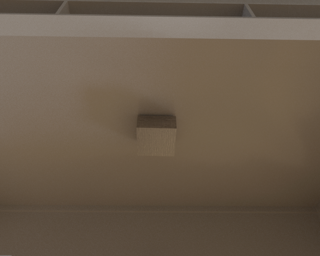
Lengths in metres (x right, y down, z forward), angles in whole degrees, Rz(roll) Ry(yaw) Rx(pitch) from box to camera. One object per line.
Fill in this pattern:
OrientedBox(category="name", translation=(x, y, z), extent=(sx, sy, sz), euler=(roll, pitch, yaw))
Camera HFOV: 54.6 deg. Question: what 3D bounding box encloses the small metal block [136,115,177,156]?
OrientedBox(category="small metal block", translation=(-0.005, 0.011, 0.413), extent=(0.050, 0.025, 0.050), euler=(1, 130, -1))
